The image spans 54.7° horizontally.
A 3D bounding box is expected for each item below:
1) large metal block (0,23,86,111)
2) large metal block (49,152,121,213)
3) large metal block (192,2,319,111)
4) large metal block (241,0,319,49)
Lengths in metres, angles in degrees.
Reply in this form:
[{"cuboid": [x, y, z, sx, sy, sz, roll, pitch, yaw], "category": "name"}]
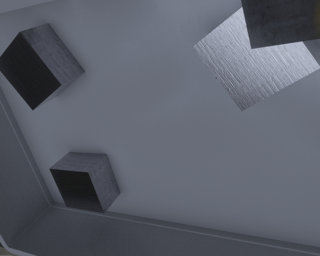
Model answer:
[{"cuboid": [-0.166, -0.083, 0.429, 0.080, 0.050, 0.080, -28, 103, 37], "category": "large metal block"}, {"cuboid": [-0.122, 0.088, 0.512, 0.080, 0.050, 0.080, 0, 119, 28], "category": "large metal block"}, {"cuboid": [0.093, -0.076, 0.297, 0.080, 0.050, 0.080, -33, 100, 38], "category": "large metal block"}, {"cuboid": [0.113, -0.092, 0.209, 0.081, 0.080, 0.050, -19, 104, -12], "category": "large metal block"}]
